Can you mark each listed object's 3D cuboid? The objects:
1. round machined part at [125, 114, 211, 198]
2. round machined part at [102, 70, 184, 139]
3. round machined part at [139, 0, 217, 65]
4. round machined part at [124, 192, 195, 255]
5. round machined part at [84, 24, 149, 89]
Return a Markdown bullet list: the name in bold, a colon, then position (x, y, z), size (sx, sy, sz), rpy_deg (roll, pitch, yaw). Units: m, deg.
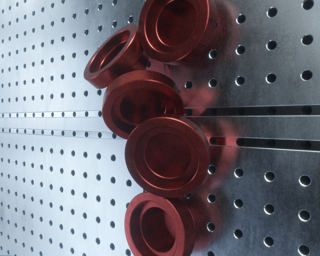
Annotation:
- **round machined part**: position (0.011, 0.030, 0.370), size (0.098, 0.042, 0.097), rpy_deg (4, 106, 14)
- **round machined part**: position (-0.021, -0.031, 0.387), size (0.098, 0.098, 0.042), rpy_deg (-46, 32, 30)
- **round machined part**: position (0.025, -0.124, 0.374), size (0.098, 0.042, 0.097), rpy_deg (0, 89, 36)
- **round machined part**: position (0.004, 0.127, 0.393), size (0.098, 0.042, 0.097), rpy_deg (0, 90, 39)
- **round machined part**: position (-0.054, -0.090, 0.421), size (0.098, 0.042, 0.098), rpy_deg (-30, 36, 26)
